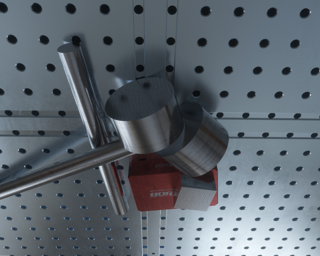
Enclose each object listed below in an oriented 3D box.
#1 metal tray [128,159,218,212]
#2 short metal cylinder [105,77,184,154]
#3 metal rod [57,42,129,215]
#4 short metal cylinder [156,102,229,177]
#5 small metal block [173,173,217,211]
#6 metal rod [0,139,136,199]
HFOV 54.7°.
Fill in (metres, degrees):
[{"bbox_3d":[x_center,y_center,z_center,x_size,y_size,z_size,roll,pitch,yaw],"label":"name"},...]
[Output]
[{"bbox_3d":[0.023,0.088,0.484,0.131,0.030,0.089,-6,130,4],"label":"metal tray"},{"bbox_3d":[-0.017,-0.016,0.362,0.080,0.080,0.050,-12,129,9],"label":"short metal cylinder"},{"bbox_3d":[-0.082,0.025,0.432,0.025,0.025,0.298,-5,130,4],"label":"metal rod"},{"bbox_3d":[0.038,0.014,0.388,0.080,0.080,0.050,-36,122,26],"label":"short metal cylinder"},{"bbox_3d":[0.050,0.095,0.453,0.050,0.025,0.050,8,130,-8],"label":"small metal block"},{"bbox_3d":[-0.160,0.067,0.444,0.300,0.025,0.025,-20,128,24],"label":"metal rod"}]
